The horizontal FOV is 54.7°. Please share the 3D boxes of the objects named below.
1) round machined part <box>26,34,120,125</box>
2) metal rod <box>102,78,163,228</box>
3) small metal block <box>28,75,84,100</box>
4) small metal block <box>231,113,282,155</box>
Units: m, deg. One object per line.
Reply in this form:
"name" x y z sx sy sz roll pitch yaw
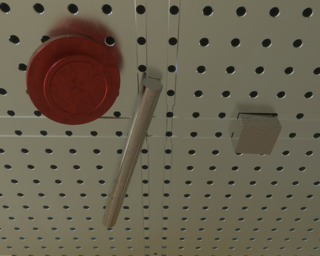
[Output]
"round machined part" -0.090 -0.048 0.333 0.099 0.042 0.097 -10 116 -21
"metal rod" -0.050 0.057 0.459 0.025 0.025 0.298 12 129 -10
"small metal block" -0.118 -0.044 0.373 0.050 0.025 0.050 -27 125 21
"small metal block" 0.129 0.009 0.420 0.050 0.025 0.050 3 130 -3
